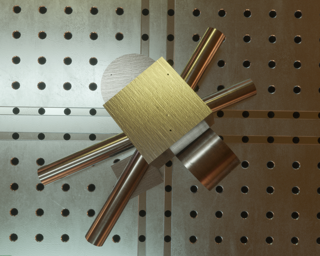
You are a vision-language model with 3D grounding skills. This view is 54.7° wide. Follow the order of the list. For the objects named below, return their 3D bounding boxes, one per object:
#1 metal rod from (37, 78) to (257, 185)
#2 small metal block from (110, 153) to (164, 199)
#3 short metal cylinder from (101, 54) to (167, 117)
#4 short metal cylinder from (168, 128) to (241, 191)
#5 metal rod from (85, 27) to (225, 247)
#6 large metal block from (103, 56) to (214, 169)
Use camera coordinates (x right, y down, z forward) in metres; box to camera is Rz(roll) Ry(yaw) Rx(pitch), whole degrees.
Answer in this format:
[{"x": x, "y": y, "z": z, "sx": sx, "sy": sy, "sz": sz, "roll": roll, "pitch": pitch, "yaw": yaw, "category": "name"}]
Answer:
[{"x": -0.016, "y": 0.005, "z": 0.409, "sx": 0.301, "sy": 0.025, "sz": 0.025, "roll": -23, "pitch": 90, "yaw": 0, "category": "metal rod"}, {"x": -0.030, "y": 0.059, "z": 0.410, "sx": 0.050, "sy": 0.025, "sz": 0.050, "roll": -28, "pitch": 90, "yaw": 0, "category": "small metal block"}, {"x": -0.031, "y": -0.050, "z": 0.397, "sx": 0.081, "sy": 0.050, "sz": 0.079, "roll": 0, "pitch": 90, "yaw": 0, "category": "short metal cylinder"}, {"x": 0.052, "y": 0.031, "z": 0.383, "sx": 0.050, "sy": 0.080, "sz": 0.080, "roll": -43, "pitch": 90, "yaw": 1, "category": "short metal cylinder"}, {"x": -0.006, "y": 0.010, "z": 0.385, "sx": 0.025, "sy": 0.025, "sz": 0.299, "roll": 31, "pitch": 89, "yaw": 0, "category": "metal rod"}, {"x": 0.001, "y": -0.014, "z": 0.334, "sx": 0.080, "sy": 0.050, "sz": 0.080, "roll": -40, "pitch": 73, "yaw": 1, "category": "large metal block"}]
